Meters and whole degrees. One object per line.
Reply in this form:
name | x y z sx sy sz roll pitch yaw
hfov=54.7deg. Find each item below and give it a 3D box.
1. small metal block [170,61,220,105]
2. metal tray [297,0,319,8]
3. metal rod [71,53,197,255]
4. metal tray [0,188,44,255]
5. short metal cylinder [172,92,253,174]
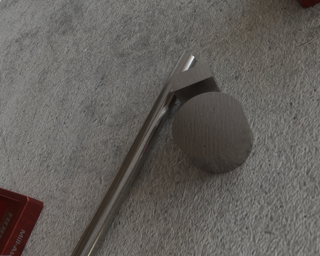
small metal block | 0.047 -0.050 0.393 0.050 0.050 0.025 -20 54 16
metal tray | 0.216 -0.233 0.430 0.090 0.030 0.130 -23 53 14
metal rod | -0.026 0.028 0.398 0.025 0.025 0.300 16 70 34
metal tray | -0.226 0.151 0.423 0.090 0.030 0.130 6 65 30
short metal cylinder | 0.060 0.006 0.352 0.080 0.050 0.080 -13 56 20
